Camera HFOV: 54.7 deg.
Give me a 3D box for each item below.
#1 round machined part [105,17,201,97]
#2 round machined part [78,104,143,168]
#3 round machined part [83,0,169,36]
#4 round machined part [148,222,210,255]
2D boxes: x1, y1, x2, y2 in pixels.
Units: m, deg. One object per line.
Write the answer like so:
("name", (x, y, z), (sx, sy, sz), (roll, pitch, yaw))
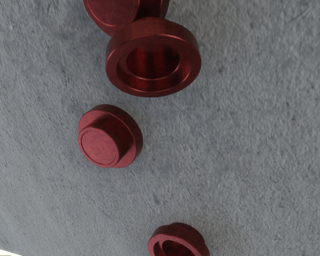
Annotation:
("round machined part", (-0.008, -0.078, 0.330), (0.099, 0.042, 0.098), (-4, 150, -2))
("round machined part", (-0.078, 0.019, 0.446), (0.098, 0.042, 0.097), (13, 124, 20))
("round machined part", (-0.043, -0.142, 0.329), (0.098, 0.042, 0.097), (13, 124, 20))
("round machined part", (0.033, 0.191, 0.495), (0.098, 0.042, 0.097), (13, 124, 20))
